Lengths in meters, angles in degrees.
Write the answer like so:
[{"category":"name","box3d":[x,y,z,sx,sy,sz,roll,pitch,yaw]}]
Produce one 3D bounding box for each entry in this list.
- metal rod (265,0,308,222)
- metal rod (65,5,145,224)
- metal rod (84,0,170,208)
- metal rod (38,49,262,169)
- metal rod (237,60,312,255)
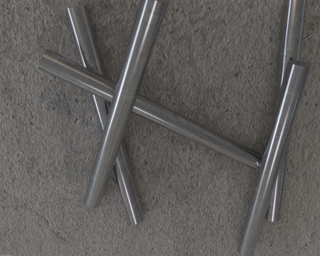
[{"category":"metal rod","box3d":[0.161,-0.009,0.407,0.025,0.025,0.298,-2,110,0]},{"category":"metal rod","box3d":[-0.066,-0.002,0.408,0.025,0.025,0.298,-11,110,4]},{"category":"metal rod","box3d":[-0.051,-0.006,0.363,0.025,0.025,0.298,18,126,-7]},{"category":"metal rod","box3d":[0.001,-0.016,0.386,0.302,0.025,0.025,25,108,-16]},{"category":"metal rod","box3d":[0.144,0.060,0.413,0.025,0.025,0.298,4,117,-2]}]
